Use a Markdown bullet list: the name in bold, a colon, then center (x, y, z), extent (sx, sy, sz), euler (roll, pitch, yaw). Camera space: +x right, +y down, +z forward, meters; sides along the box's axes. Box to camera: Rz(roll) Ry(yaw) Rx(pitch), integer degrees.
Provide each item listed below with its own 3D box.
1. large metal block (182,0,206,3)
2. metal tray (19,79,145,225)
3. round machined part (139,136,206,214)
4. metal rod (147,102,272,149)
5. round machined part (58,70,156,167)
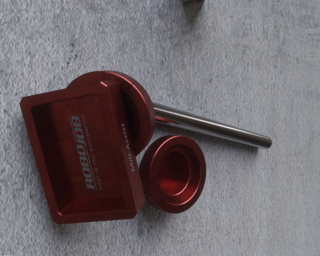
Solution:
- **large metal block**: center (0.066, -0.226, 0.424), extent (0.050, 0.080, 0.080), euler (-24, 105, -38)
- **metal tray**: center (-0.073, 0.025, 0.300), extent (0.030, 0.090, 0.129), euler (-44, 123, -72)
- **round machined part**: center (0.012, 0.058, 0.403), extent (0.099, 0.042, 0.097), euler (0, 90, -40)
- **metal rod**: center (0.079, 0.000, 0.470), extent (0.302, 0.025, 0.025), euler (13, 82, -39)
- **round machined part**: center (-0.052, -0.012, 0.326), extent (0.042, 0.098, 0.097), euler (-44, 124, -72)
